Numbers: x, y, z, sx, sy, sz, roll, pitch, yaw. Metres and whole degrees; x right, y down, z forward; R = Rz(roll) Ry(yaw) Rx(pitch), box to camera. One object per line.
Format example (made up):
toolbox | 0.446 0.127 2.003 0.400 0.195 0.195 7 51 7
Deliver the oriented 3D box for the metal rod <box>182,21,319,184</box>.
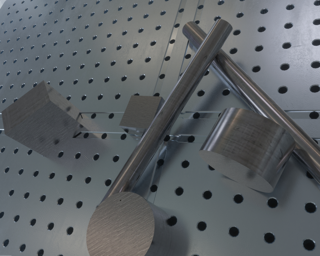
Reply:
metal rod | 0.105 -0.052 0.384 0.025 0.025 0.300 -35 51 5

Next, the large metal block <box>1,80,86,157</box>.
large metal block | -0.176 -0.012 0.473 0.080 0.080 0.050 -36 51 4

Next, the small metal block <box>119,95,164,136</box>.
small metal block | -0.022 -0.017 0.430 0.050 0.025 0.050 6 65 31

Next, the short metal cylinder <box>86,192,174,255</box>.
short metal cylinder | -0.032 0.116 0.337 0.080 0.050 0.080 -13 57 20

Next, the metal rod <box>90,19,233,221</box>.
metal rod | 0.005 -0.010 0.392 0.025 0.025 0.299 27 82 37

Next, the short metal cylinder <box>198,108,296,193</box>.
short metal cylinder | 0.087 0.023 0.313 0.080 0.080 0.050 22 74 36
